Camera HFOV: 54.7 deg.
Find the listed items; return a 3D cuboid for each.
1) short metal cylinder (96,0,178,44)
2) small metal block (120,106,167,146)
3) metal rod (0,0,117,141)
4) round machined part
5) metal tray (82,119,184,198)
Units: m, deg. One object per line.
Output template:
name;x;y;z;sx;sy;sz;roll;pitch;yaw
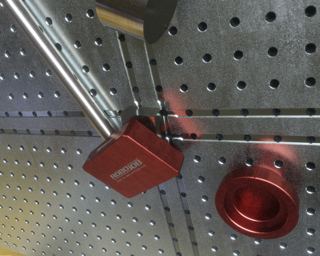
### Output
short metal cylinder;-0.019;-0.130;0.304;0.050;0.080;0.079;25;127;12
small metal block;-0.022;-0.001;0.421;0.050;0.025;0.050;6;121;24
metal rod;-0.117;-0.053;0.437;0.025;0.025;0.299;-26;105;37
round machined part;0.123;0.089;0.390;0.098;0.042;0.097;13;124;20
metal tray;-0.041;0.049;0.434;0.090;0.030;0.129;37;137;-17
